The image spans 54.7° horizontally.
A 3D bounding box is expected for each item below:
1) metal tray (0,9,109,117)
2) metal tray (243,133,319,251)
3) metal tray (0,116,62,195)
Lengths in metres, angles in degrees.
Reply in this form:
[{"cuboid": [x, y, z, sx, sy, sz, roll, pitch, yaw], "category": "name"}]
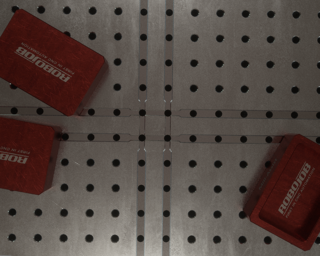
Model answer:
[{"cuboid": [-0.147, -0.084, 0.409, 0.130, 0.030, 0.090, 30, 90, -1], "category": "metal tray"}, {"cuboid": [0.183, 0.083, 0.413, 0.090, 0.030, 0.130, 29, 90, -1], "category": "metal tray"}, {"cuboid": [-0.206, 0.031, 0.408, 0.131, 0.030, 0.089, 11, 90, -1], "category": "metal tray"}]
